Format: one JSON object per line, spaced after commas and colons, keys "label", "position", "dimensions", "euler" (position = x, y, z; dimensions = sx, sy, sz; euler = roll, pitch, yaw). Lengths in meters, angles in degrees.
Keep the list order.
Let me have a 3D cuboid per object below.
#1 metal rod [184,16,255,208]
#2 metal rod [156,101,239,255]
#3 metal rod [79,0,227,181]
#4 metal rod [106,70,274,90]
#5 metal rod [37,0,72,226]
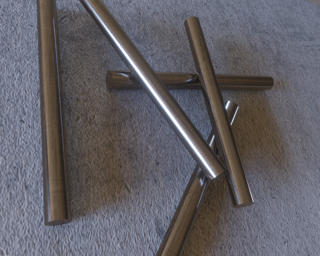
{"label": "metal rod", "position": [0.076, -0.040, 0.434], "dimensions": [0.025, 0.025, 0.299], "euler": [4, 60, -26]}
{"label": "metal rod", "position": [0.049, 0.069, 0.387], "dimensions": [0.025, 0.025, 0.301], "euler": [35, 51, -5]}
{"label": "metal rod", "position": [-0.016, -0.064, 0.400], "dimensions": [0.025, 0.025, 0.299], "euler": [-28, 77, -37]}
{"label": "metal rod", "position": [0.064, -0.072, 0.481], "dimensions": [0.303, 0.025, 0.025], "euler": [-4, 64, -30]}
{"label": "metal rod", "position": [-0.126, -0.041, 0.360], "dimensions": [0.025, 0.025, 0.299], "euler": [2, 61, -27]}
